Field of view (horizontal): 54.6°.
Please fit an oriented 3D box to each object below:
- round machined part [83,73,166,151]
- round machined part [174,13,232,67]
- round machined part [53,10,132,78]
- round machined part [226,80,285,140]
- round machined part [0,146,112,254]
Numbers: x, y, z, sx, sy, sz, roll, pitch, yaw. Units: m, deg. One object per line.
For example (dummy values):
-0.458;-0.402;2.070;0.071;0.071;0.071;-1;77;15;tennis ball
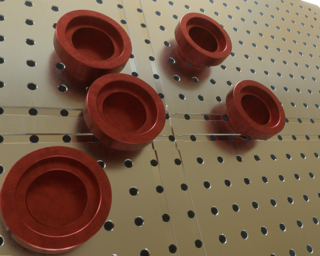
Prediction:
-0.046;-0.016;0.382;0.099;0.042;0.098;14;56;-21;round machined part
0.068;-0.142;0.519;0.099;0.042;0.098;13;56;-21;round machined part
-0.091;-0.106;0.412;0.099;0.042;0.098;14;56;-21;round machined part
0.144;-0.024;0.489;0.099;0.042;0.098;13;56;-21;round machined part
-0.100;0.070;0.300;0.099;0.042;0.098;13;56;-21;round machined part
